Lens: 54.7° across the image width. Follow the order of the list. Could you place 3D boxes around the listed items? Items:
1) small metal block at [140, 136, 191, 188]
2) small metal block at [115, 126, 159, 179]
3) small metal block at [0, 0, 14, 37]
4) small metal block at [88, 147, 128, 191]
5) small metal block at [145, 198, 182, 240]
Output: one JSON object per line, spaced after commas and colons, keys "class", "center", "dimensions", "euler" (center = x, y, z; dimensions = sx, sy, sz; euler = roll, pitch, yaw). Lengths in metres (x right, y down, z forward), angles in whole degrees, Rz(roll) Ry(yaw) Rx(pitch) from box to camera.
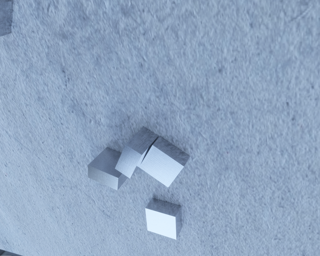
{"class": "small metal block", "center": [0.006, 0.047, 0.432], "dimensions": [0.050, 0.025, 0.050], "euler": [34, 129, 5]}
{"class": "small metal block", "center": [-0.032, 0.033, 0.426], "dimensions": [0.025, 0.050, 0.050], "euler": [33, 128, 7]}
{"class": "small metal block", "center": [-0.233, -0.162, 0.427], "dimensions": [0.050, 0.025, 0.050], "euler": [32, 128, 6]}
{"class": "small metal block", "center": [-0.072, 0.060, 0.464], "dimensions": [0.050, 0.050, 0.025], "euler": [20, 126, 16]}
{"class": "small metal block", "center": [0.007, 0.143, 0.491], "dimensions": [0.050, 0.025, 0.050], "euler": [10, 123, 22]}
